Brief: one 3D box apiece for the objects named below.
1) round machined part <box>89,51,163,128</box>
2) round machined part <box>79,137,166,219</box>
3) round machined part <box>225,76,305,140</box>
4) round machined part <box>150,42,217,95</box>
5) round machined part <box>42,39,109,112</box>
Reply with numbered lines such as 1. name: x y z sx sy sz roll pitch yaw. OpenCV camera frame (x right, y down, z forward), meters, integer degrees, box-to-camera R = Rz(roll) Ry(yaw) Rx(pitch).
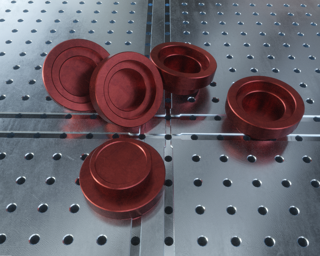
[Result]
1. round machined part: -0.048 -0.051 0.415 0.099 0.098 0.042 -34 23 -26
2. round machined part: -0.043 0.050 0.354 0.099 0.042 0.098 0 50 0
3. round machined part: 0.137 -0.023 0.418 0.099 0.042 0.098 0 50 0
4. round machined part: 0.031 -0.086 0.462 0.099 0.042 0.098 6 43 -6
5. round machined part: -0.112 -0.071 0.432 0.099 0.042 0.097 0 90 -22
